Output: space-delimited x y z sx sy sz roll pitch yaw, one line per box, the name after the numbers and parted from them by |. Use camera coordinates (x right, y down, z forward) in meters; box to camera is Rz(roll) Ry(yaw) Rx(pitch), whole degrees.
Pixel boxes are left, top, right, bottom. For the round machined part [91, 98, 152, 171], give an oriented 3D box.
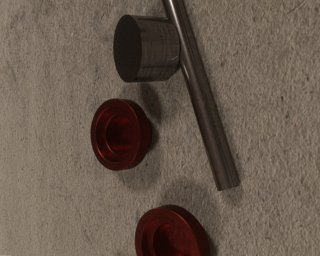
-0.050 0.009 0.433 0.098 0.042 0.097 0 90 39 | round machined part

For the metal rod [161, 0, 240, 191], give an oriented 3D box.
0.038 -0.075 0.372 0.025 0.025 0.299 -24 75 37 | metal rod

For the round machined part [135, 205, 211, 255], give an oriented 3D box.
0.019 0.142 0.376 0.098 0.042 0.097 0 90 39 | round machined part

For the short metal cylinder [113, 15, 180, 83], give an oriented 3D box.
-0.019 -0.098 0.386 0.080 0.050 0.079 20 114 56 | short metal cylinder
